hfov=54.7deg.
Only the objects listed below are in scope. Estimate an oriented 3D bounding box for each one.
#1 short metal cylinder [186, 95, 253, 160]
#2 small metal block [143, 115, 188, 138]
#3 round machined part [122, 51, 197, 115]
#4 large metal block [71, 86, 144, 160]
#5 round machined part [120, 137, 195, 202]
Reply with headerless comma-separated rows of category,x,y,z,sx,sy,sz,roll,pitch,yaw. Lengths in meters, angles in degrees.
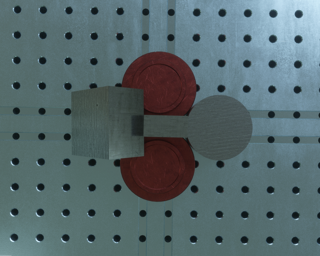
short metal cylinder,0.072,-0.001,0.400,0.081,0.050,0.080,0,90,0
small metal block,0.007,-0.002,0.379,0.050,0.050,0.025,1,90,0
round machined part,-0.001,-0.052,0.405,0.099,0.042,0.097,0,90,0
large metal block,-0.065,-0.006,0.380,0.050,0.080,0.080,-1,90,-45
round machined part,-0.003,0.048,0.405,0.099,0.042,0.097,0,90,0
